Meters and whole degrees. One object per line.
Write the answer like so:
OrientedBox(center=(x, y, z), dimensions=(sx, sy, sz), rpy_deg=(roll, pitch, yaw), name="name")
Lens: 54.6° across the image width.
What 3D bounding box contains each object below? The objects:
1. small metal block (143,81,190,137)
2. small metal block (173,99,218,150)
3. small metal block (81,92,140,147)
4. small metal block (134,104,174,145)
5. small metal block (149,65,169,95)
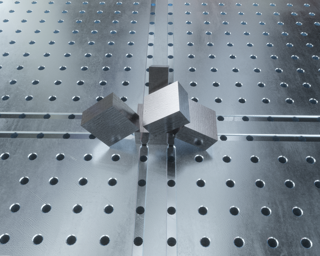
OrientedBox(center=(0.007, -0.023, 0.380), dimensions=(0.050, 0.025, 0.050), rpy_deg=(-23, 45, 24), name="small metal block")
OrientedBox(center=(0.045, -0.006, 0.399), dimensions=(0.050, 0.025, 0.050), rpy_deg=(23, 46, -21), name="small metal block")
OrientedBox(center=(-0.061, -0.009, 0.386), dimensions=(0.050, 0.050, 0.025), rpy_deg=(-30, 41, 21), name="small metal block")
OrientedBox(center=(-0.006, -0.005, 0.413), dimensions=(0.050, 0.025, 0.050), rpy_deg=(2, 50, 2), name="small metal block")
OrientedBox(center=(-0.001, -0.061, 0.429), dimensions=(0.025, 0.050, 0.050), rpy_deg=(2, 14, 2), name="small metal block")
